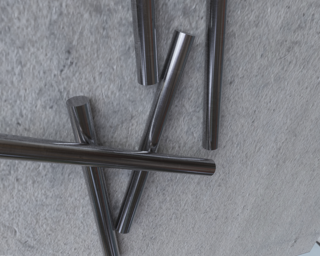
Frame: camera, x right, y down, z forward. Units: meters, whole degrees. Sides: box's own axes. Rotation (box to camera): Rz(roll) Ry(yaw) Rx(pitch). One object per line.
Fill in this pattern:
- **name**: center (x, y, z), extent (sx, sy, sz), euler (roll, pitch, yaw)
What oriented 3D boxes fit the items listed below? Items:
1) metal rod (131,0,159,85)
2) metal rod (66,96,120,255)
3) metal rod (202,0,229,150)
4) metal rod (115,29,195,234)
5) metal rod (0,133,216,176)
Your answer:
- **metal rod**: center (-0.020, -0.181, 0.285), extent (0.025, 0.025, 0.298), euler (-16, 125, -20)
- **metal rod**: center (-0.083, 0.095, 0.421), extent (0.025, 0.025, 0.298), euler (-17, 125, -19)
- **metal rod**: center (0.068, -0.098, 0.384), extent (0.025, 0.025, 0.298), euler (-17, 125, -19)
- **metal rod**: center (-0.014, 0.021, 0.413), extent (0.025, 0.025, 0.298), euler (4, 117, -31)
- **metal rod**: center (-0.052, 0.036, 0.367), extent (0.302, 0.025, 0.025), euler (10, 113, -33)
